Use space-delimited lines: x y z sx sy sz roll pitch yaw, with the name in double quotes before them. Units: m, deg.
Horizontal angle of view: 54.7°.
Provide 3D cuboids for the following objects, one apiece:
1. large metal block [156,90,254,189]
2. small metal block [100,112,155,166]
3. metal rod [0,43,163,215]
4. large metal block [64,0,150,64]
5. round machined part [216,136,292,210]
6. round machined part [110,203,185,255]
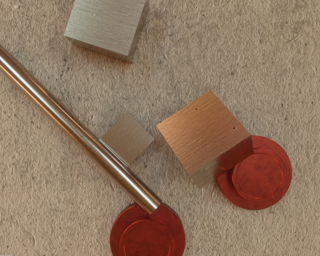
"large metal block" 0.055 0.014 0.380 0.080 0.050 0.080 -34 56 0
"small metal block" -0.042 0.014 0.410 0.050 0.025 0.050 -45 90 0
"metal rod" -0.114 -0.003 0.396 0.300 0.025 0.025 43 90 5
"large metal block" -0.065 -0.137 0.397 0.080 0.050 0.080 18 90 0
"round machined part" 0.123 0.059 0.402 0.099 0.042 0.097 0 90 0
"round machined part" -0.016 0.146 0.401 0.099 0.042 0.097 0 90 0
